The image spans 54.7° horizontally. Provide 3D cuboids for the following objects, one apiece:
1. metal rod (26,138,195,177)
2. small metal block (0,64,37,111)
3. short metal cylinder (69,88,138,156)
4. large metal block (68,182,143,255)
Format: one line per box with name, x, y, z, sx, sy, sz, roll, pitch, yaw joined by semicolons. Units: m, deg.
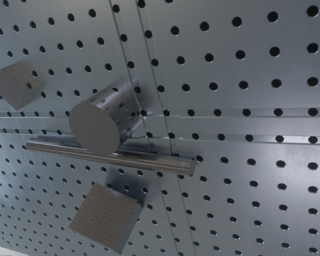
metal rod;-0.092;0.042;0.485;0.301;0.025;0.025;5;121;25
small metal block;-0.231;-0.064;0.493;0.050;0.025;0.050;43;129;-2
short metal cylinder;-0.078;-0.009;0.431;0.080;0.050;0.079;13;124;21
large metal block;-0.085;0.146;0.502;0.080;0.080;0.050;19;153;17
